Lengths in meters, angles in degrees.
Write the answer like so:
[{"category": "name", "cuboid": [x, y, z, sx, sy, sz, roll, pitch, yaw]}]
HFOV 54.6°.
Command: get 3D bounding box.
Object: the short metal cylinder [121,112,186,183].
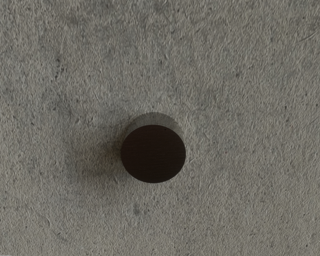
[{"category": "short metal cylinder", "cuboid": [-0.008, 0.025, 0.405, 0.080, 0.050, 0.079, 0, 110, 0]}]
